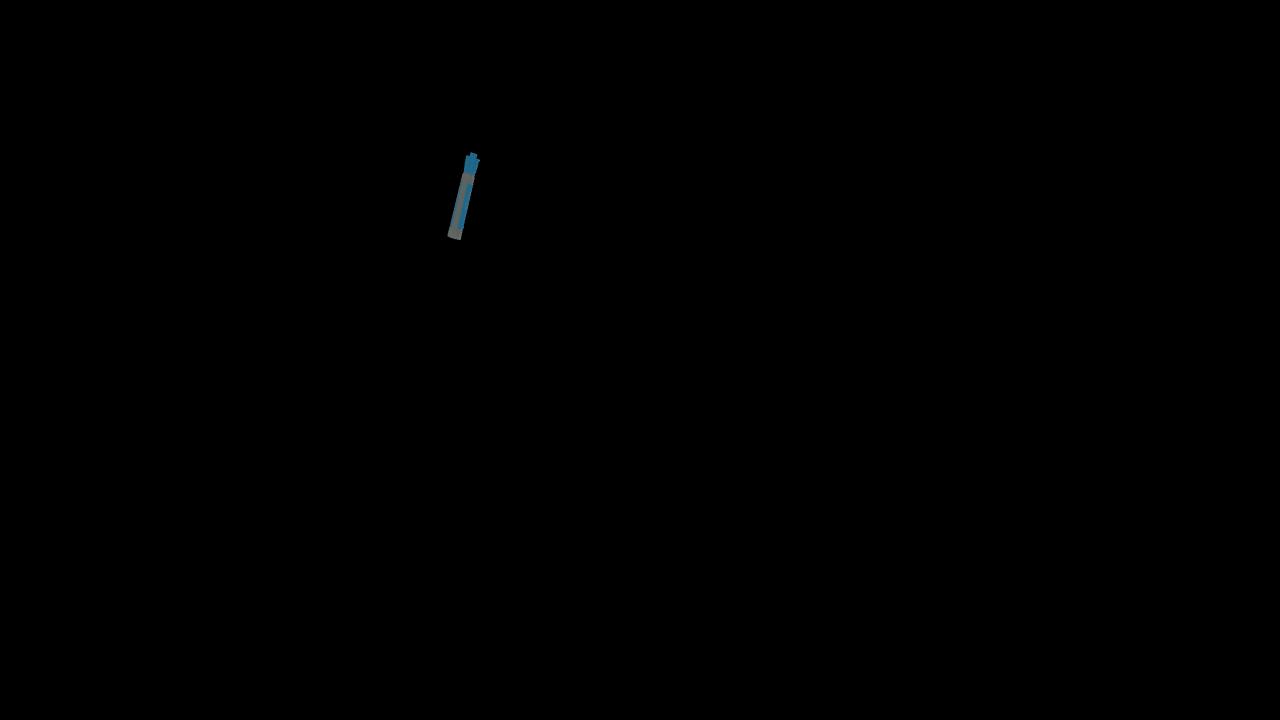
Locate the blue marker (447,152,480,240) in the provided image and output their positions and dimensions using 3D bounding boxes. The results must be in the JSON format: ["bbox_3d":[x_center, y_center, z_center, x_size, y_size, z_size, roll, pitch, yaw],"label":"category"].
[{"bbox_3d":[-0.247,-0.230,0.863,0.020,0.121,0.020,17,13,-4],"label":"blue marker"}]
